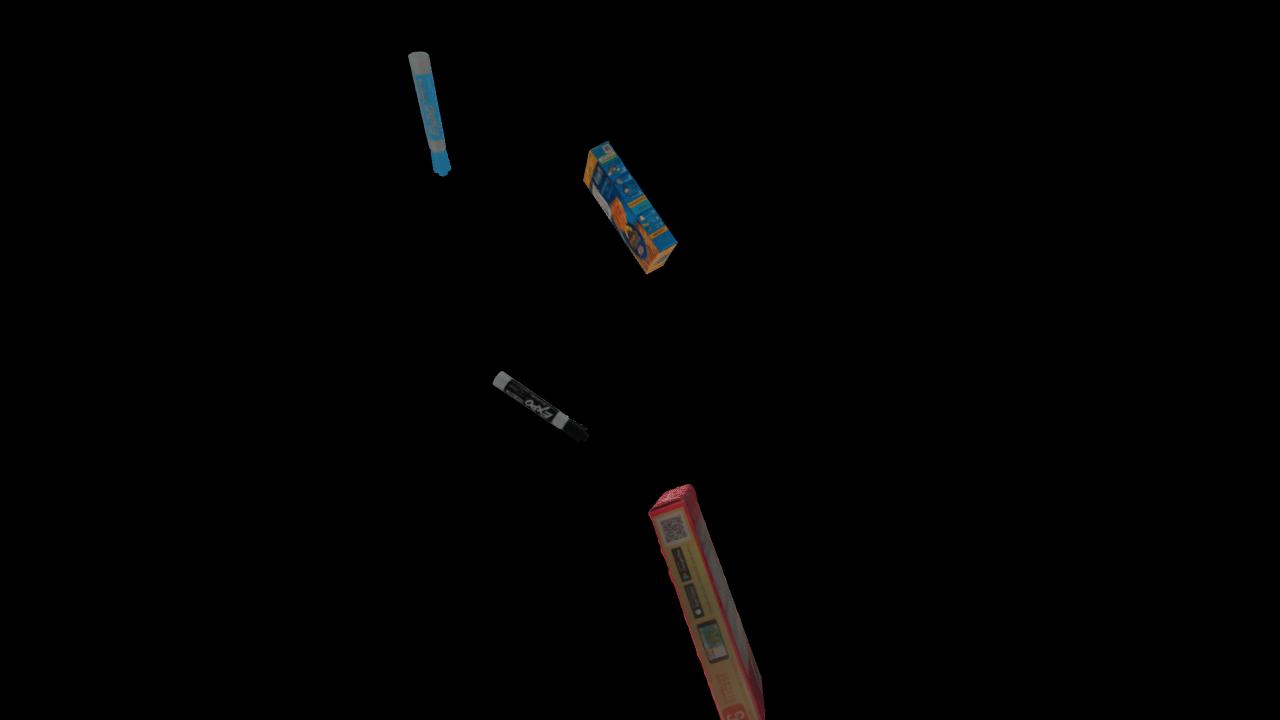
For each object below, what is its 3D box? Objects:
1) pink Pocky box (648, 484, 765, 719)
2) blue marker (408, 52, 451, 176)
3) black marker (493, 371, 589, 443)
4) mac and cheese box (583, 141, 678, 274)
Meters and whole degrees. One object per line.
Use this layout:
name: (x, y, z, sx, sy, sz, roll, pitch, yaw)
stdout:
pink Pocky box: (0.048, 0.169, 0.434, 0.029, 0.155, 0.084, -20, -7, 6)
blue marker: (-0.208, -0.241, 0.614, 0.020, 0.121, 0.020, 1, 44, -1)
black marker: (-0.107, 0.053, 0.675, 0.121, 0.020, 0.020, 33, 3, 5)
mac and cheese box: (-0.018, -0.227, 0.930, 0.041, 0.184, 0.093, -32, -4, -18)
